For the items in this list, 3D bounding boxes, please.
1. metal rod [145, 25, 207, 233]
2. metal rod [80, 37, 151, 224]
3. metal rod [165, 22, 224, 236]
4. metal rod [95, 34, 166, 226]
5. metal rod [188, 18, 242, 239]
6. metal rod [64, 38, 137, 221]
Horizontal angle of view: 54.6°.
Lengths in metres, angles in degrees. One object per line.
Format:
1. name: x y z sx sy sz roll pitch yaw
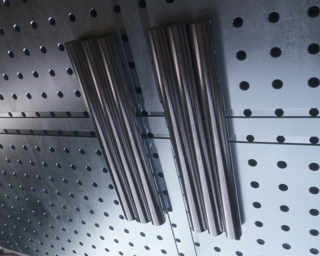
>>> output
1. metal rod: 0.028 0.019 0.408 0.025 0.025 0.298 1 119 28
2. metal rod: -0.056 0.020 0.453 0.025 0.025 0.298 1 119 28
3. metal rod: 0.050 0.020 0.397 0.025 0.025 0.298 1 119 28
4. metal rod: -0.034 0.020 0.441 0.025 0.025 0.298 1 119 28
5. metal rod: 0.074 0.021 0.384 0.025 0.025 0.298 1 119 28
6. metal rod: -0.079 0.019 0.465 0.025 0.025 0.298 1 119 28
